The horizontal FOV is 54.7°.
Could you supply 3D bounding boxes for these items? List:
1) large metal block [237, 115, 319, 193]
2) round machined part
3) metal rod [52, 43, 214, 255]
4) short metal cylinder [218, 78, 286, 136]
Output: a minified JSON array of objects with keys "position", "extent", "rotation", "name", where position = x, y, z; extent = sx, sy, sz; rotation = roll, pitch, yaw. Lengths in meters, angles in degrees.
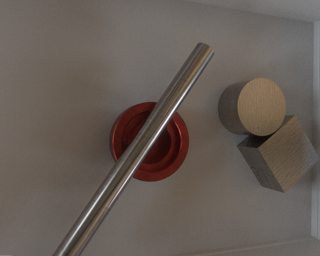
[{"position":[0.177,0.037,0.465],"extent":[0.080,0.050,0.080],"rotation":[-37,102,-16],"name":"large metal block"},{"position":[-0.016,0.016,0.396],"extent":[0.099,0.042,0.097],"rotation":[0,90,-21],"name":"round machined part"},{"position":[-0.025,0.024,0.357],"extent":[0.025,0.025,0.300],"rotation":[37,78,-17],"name":"metal rod"},{"position":[0.132,-0.029,0.448],"extent":[0.081,0.050,0.079],"rotation":[0,90,-20],"name":"short metal cylinder"}]
